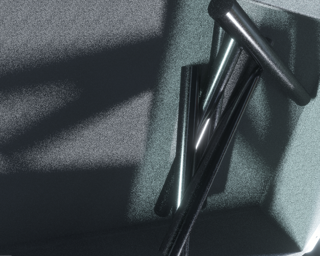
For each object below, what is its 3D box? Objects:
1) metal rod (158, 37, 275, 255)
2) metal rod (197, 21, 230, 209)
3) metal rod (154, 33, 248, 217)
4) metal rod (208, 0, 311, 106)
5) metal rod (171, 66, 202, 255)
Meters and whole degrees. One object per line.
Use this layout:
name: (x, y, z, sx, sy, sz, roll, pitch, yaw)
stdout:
metal rod: (0.076, 0.016, 0.387, 0.025, 0.025, 0.299, 36, 75, -39)
metal rod: (0.072, 0.000, 0.447, 0.025, 0.025, 0.298, -11, 123, -22)
metal rod: (0.047, 0.009, 0.421, 0.025, 0.025, 0.298, 2, 123, -30)
metal rod: (0.144, -0.078, 0.391, 0.301, 0.025, 0.025, 19, 109, -51)
metal rod: (0.030, 0.073, 0.393, 0.025, 0.025, 0.298, 2, 93, -29)
